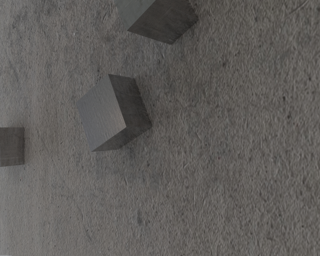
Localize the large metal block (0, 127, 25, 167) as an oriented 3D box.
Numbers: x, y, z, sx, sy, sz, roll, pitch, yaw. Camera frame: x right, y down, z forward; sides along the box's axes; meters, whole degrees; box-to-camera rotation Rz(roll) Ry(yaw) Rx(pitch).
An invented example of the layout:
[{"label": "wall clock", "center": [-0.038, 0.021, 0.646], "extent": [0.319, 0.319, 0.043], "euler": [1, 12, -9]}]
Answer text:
[{"label": "large metal block", "center": [-0.336, 0.038, 0.666], "extent": [0.080, 0.050, 0.080], "euler": [0, 90, 40]}]

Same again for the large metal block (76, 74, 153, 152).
[{"label": "large metal block", "center": [-0.067, -0.020, 0.445], "extent": [0.080, 0.050, 0.080], "euler": [-33, 70, 35]}]

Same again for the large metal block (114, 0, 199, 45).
[{"label": "large metal block", "center": [-0.009, -0.156, 0.377], "extent": [0.050, 0.081, 0.080], "euler": [-36, 68, 34]}]
